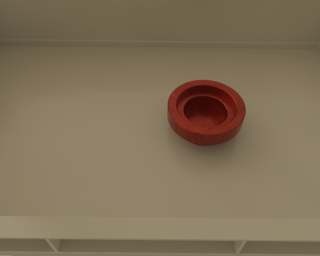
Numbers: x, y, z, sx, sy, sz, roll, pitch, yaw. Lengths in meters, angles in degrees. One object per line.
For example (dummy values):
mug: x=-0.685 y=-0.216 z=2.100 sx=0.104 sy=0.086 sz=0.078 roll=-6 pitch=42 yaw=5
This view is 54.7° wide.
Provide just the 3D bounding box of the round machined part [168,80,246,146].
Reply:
round machined part: x=0.059 y=-0.016 z=0.408 sx=0.099 sy=0.042 sz=0.098 roll=0 pitch=50 yaw=0
